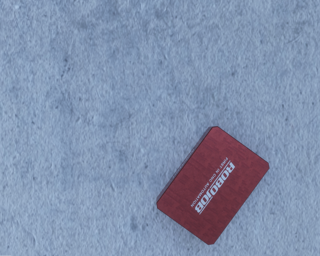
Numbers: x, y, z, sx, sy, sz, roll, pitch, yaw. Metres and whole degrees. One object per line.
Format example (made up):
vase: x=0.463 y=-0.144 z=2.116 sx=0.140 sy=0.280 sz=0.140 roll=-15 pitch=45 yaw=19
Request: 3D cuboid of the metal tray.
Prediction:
metal tray: x=0.067 y=0.073 z=0.408 sx=0.090 sy=0.030 sz=0.130 roll=36 pitch=90 yaw=0
